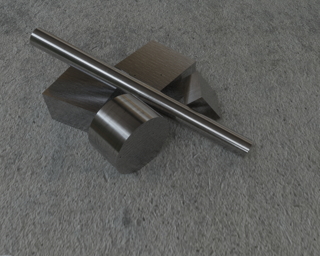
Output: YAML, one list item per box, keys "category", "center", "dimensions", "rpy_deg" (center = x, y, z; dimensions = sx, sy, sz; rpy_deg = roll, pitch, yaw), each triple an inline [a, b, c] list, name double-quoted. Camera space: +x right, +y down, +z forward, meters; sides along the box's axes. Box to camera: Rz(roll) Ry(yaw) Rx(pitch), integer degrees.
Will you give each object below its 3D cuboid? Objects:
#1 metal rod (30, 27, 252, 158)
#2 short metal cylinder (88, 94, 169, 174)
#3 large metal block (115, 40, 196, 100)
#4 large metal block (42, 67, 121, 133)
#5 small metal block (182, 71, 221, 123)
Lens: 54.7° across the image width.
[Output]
- category: "metal rod"
  center: [-0.024, -0.045, 0.389]
  dimensions: [0.301, 0.025, 0.025]
  rpy_deg: [28, 54, 2]
- category: "short metal cylinder"
  center: [-0.035, 0.007, 0.362]
  dimensions: [0.080, 0.080, 0.050]
  rpy_deg: [-37, 59, -27]
- category: "large metal block"
  center: [-0.006, -0.073, 0.447]
  dimensions: [0.080, 0.050, 0.080]
  rpy_deg: [32, 57, 24]
- category: "large metal block"
  center: [-0.096, -0.042, 0.423]
  dimensions: [0.080, 0.050, 0.080]
  rpy_deg: [20, 53, 16]
- category: "small metal block"
  center: [0.056, -0.040, 0.420]
  dimensions: [0.025, 0.050, 0.050]
  rpy_deg: [-26, 45, 26]
